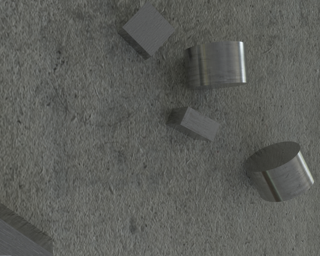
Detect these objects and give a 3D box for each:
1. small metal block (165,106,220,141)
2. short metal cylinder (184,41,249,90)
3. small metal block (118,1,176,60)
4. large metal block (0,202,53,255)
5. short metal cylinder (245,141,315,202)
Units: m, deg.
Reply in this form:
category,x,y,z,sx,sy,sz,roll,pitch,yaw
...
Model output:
category,x,y,z,sx,sy,sz,roll,pitch,yaw
small metal block,0.043,-0.005,0.413,0.050,0.050,0.025,27,81,-18
short metal cylinder,0.074,-0.080,0.408,0.081,0.080,0.050,-6,92,-20
small metal block,-0.017,-0.126,0.403,0.050,0.025,0.050,43,76,-15
large metal block,-0.175,0.138,0.331,0.080,0.050,0.080,43,76,-15
short metal cylinder,0.171,0.061,0.445,0.080,0.080,0.050,-32,101,-17
